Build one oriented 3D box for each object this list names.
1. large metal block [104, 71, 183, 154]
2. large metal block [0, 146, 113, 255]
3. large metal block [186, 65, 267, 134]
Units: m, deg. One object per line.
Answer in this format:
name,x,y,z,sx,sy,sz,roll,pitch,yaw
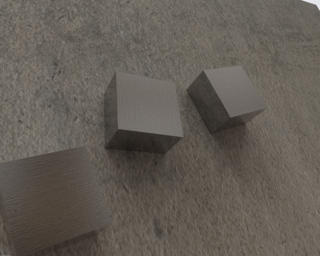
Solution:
large metal block,-0.023,-0.017,0.387,0.081,0.050,0.080,8,58,-25
large metal block,-0.102,0.070,0.291,0.081,0.050,0.080,-11,68,-33
large metal block,0.101,-0.045,0.471,0.081,0.050,0.080,-14,69,-34
